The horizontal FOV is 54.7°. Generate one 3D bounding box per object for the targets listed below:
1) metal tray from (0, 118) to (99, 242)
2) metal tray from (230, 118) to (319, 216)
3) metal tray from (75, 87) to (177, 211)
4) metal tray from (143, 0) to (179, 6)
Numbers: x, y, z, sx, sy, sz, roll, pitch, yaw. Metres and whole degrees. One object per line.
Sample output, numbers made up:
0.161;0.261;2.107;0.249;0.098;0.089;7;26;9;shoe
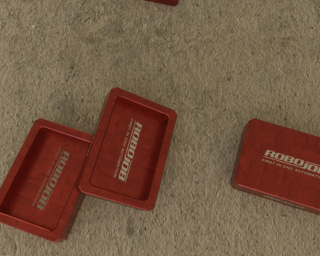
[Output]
-0.135;0.062;0.381;0.090;0.030;0.130;18;71;6;metal tray
0.164;0.049;0.388;0.131;0.030;0.090;17;71;6;metal tray
-0.038;0.026;0.377;0.091;0.030;0.130;21;70;-18;metal tray
-0.001;-0.266;0.502;0.090;0.030;0.130;13;70;4;metal tray
